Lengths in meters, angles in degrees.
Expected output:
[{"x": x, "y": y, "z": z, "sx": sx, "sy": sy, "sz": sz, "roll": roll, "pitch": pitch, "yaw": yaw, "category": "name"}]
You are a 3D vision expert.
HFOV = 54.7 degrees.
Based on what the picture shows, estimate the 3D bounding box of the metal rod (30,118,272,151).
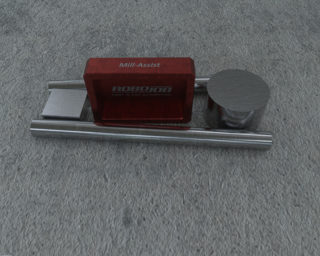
[{"x": -0.013, "y": 0.008, "z": 0.398, "sx": 0.302, "sy": 0.025, "sz": 0.025, "roll": 3, "pitch": 50, "yaw": 2, "category": "metal rod"}]

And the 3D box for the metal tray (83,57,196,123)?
[{"x": -0.024, "y": -0.046, "z": 0.399, "sx": 0.131, "sy": 0.090, "sz": 0.030, "roll": 0, "pitch": 50, "yaw": 0, "category": "metal tray"}]

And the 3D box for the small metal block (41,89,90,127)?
[{"x": -0.127, "y": -0.027, "z": 0.427, "sx": 0.050, "sy": 0.025, "sz": 0.050, "roll": 3, "pitch": 50, "yaw": 3, "category": "small metal block"}]

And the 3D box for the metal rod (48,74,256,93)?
[{"x": -0.008, "y": -0.062, "z": 0.457, "sx": 0.302, "sy": 0.025, "sz": 0.025, "roll": -2, "pitch": 50, "yaw": -2, "category": "metal rod"}]

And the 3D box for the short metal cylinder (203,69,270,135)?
[{"x": 0.101, "y": -0.034, "z": 0.417, "sx": 0.081, "sy": 0.050, "sz": 0.080, "roll": 0, "pitch": 50, "yaw": 0, "category": "short metal cylinder"}]
